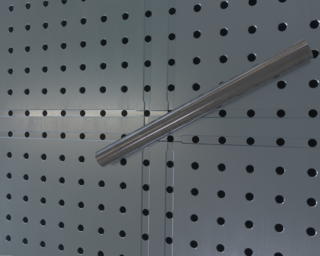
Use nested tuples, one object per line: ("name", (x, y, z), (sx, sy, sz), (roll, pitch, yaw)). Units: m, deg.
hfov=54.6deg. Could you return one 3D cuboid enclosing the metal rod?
("metal rod", (0.042, -0.023, 0.397), (0.300, 0.025, 0.025), (-28, 81, 17))
